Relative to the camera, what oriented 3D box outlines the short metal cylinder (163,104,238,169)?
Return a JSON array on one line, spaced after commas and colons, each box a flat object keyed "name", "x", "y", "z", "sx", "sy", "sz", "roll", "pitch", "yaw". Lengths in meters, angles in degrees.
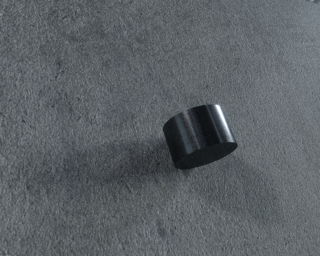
[{"name": "short metal cylinder", "x": 0.049, "y": 0.013, "z": 0.387, "sx": 0.081, "sy": 0.080, "sz": 0.050, "roll": -4, "pitch": 64, "yaw": -30}]
